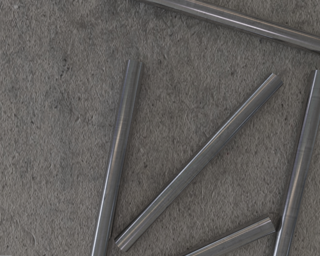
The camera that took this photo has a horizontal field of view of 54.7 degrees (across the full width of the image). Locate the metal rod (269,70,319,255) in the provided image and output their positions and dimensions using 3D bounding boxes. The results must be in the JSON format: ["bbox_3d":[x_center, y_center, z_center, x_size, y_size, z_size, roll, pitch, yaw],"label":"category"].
[{"bbox_3d":[0.181,0.072,0.411,0.025,0.025,0.298,13,90,0],"label":"metal rod"}]

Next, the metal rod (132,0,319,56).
[{"bbox_3d":[0.079,-0.148,0.410,0.302,0.025,0.025,16,90,0],"label":"metal rod"}]

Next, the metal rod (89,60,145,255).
[{"bbox_3d":[-0.060,0.060,0.409,0.025,0.025,0.298,11,90,0],"label":"metal rod"}]

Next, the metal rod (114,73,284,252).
[{"bbox_3d":[0.051,0.045,0.410,0.025,0.025,0.300,43,90,0],"label":"metal rod"}]

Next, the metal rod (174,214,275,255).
[{"bbox_3d":[0.009,0.189,0.409,0.301,0.025,0.025,-25,90,0],"label":"metal rod"}]
